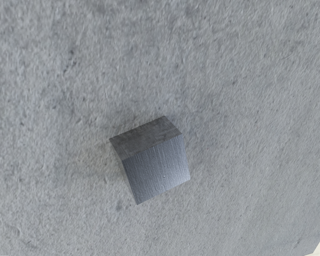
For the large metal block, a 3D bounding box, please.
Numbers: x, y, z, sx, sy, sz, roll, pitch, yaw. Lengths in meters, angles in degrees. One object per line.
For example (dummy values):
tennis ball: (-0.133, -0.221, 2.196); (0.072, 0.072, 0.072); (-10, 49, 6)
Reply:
large metal block: (-0.012, 0.042, 0.409); (0.080, 0.050, 0.080); (-23, 127, -14)
